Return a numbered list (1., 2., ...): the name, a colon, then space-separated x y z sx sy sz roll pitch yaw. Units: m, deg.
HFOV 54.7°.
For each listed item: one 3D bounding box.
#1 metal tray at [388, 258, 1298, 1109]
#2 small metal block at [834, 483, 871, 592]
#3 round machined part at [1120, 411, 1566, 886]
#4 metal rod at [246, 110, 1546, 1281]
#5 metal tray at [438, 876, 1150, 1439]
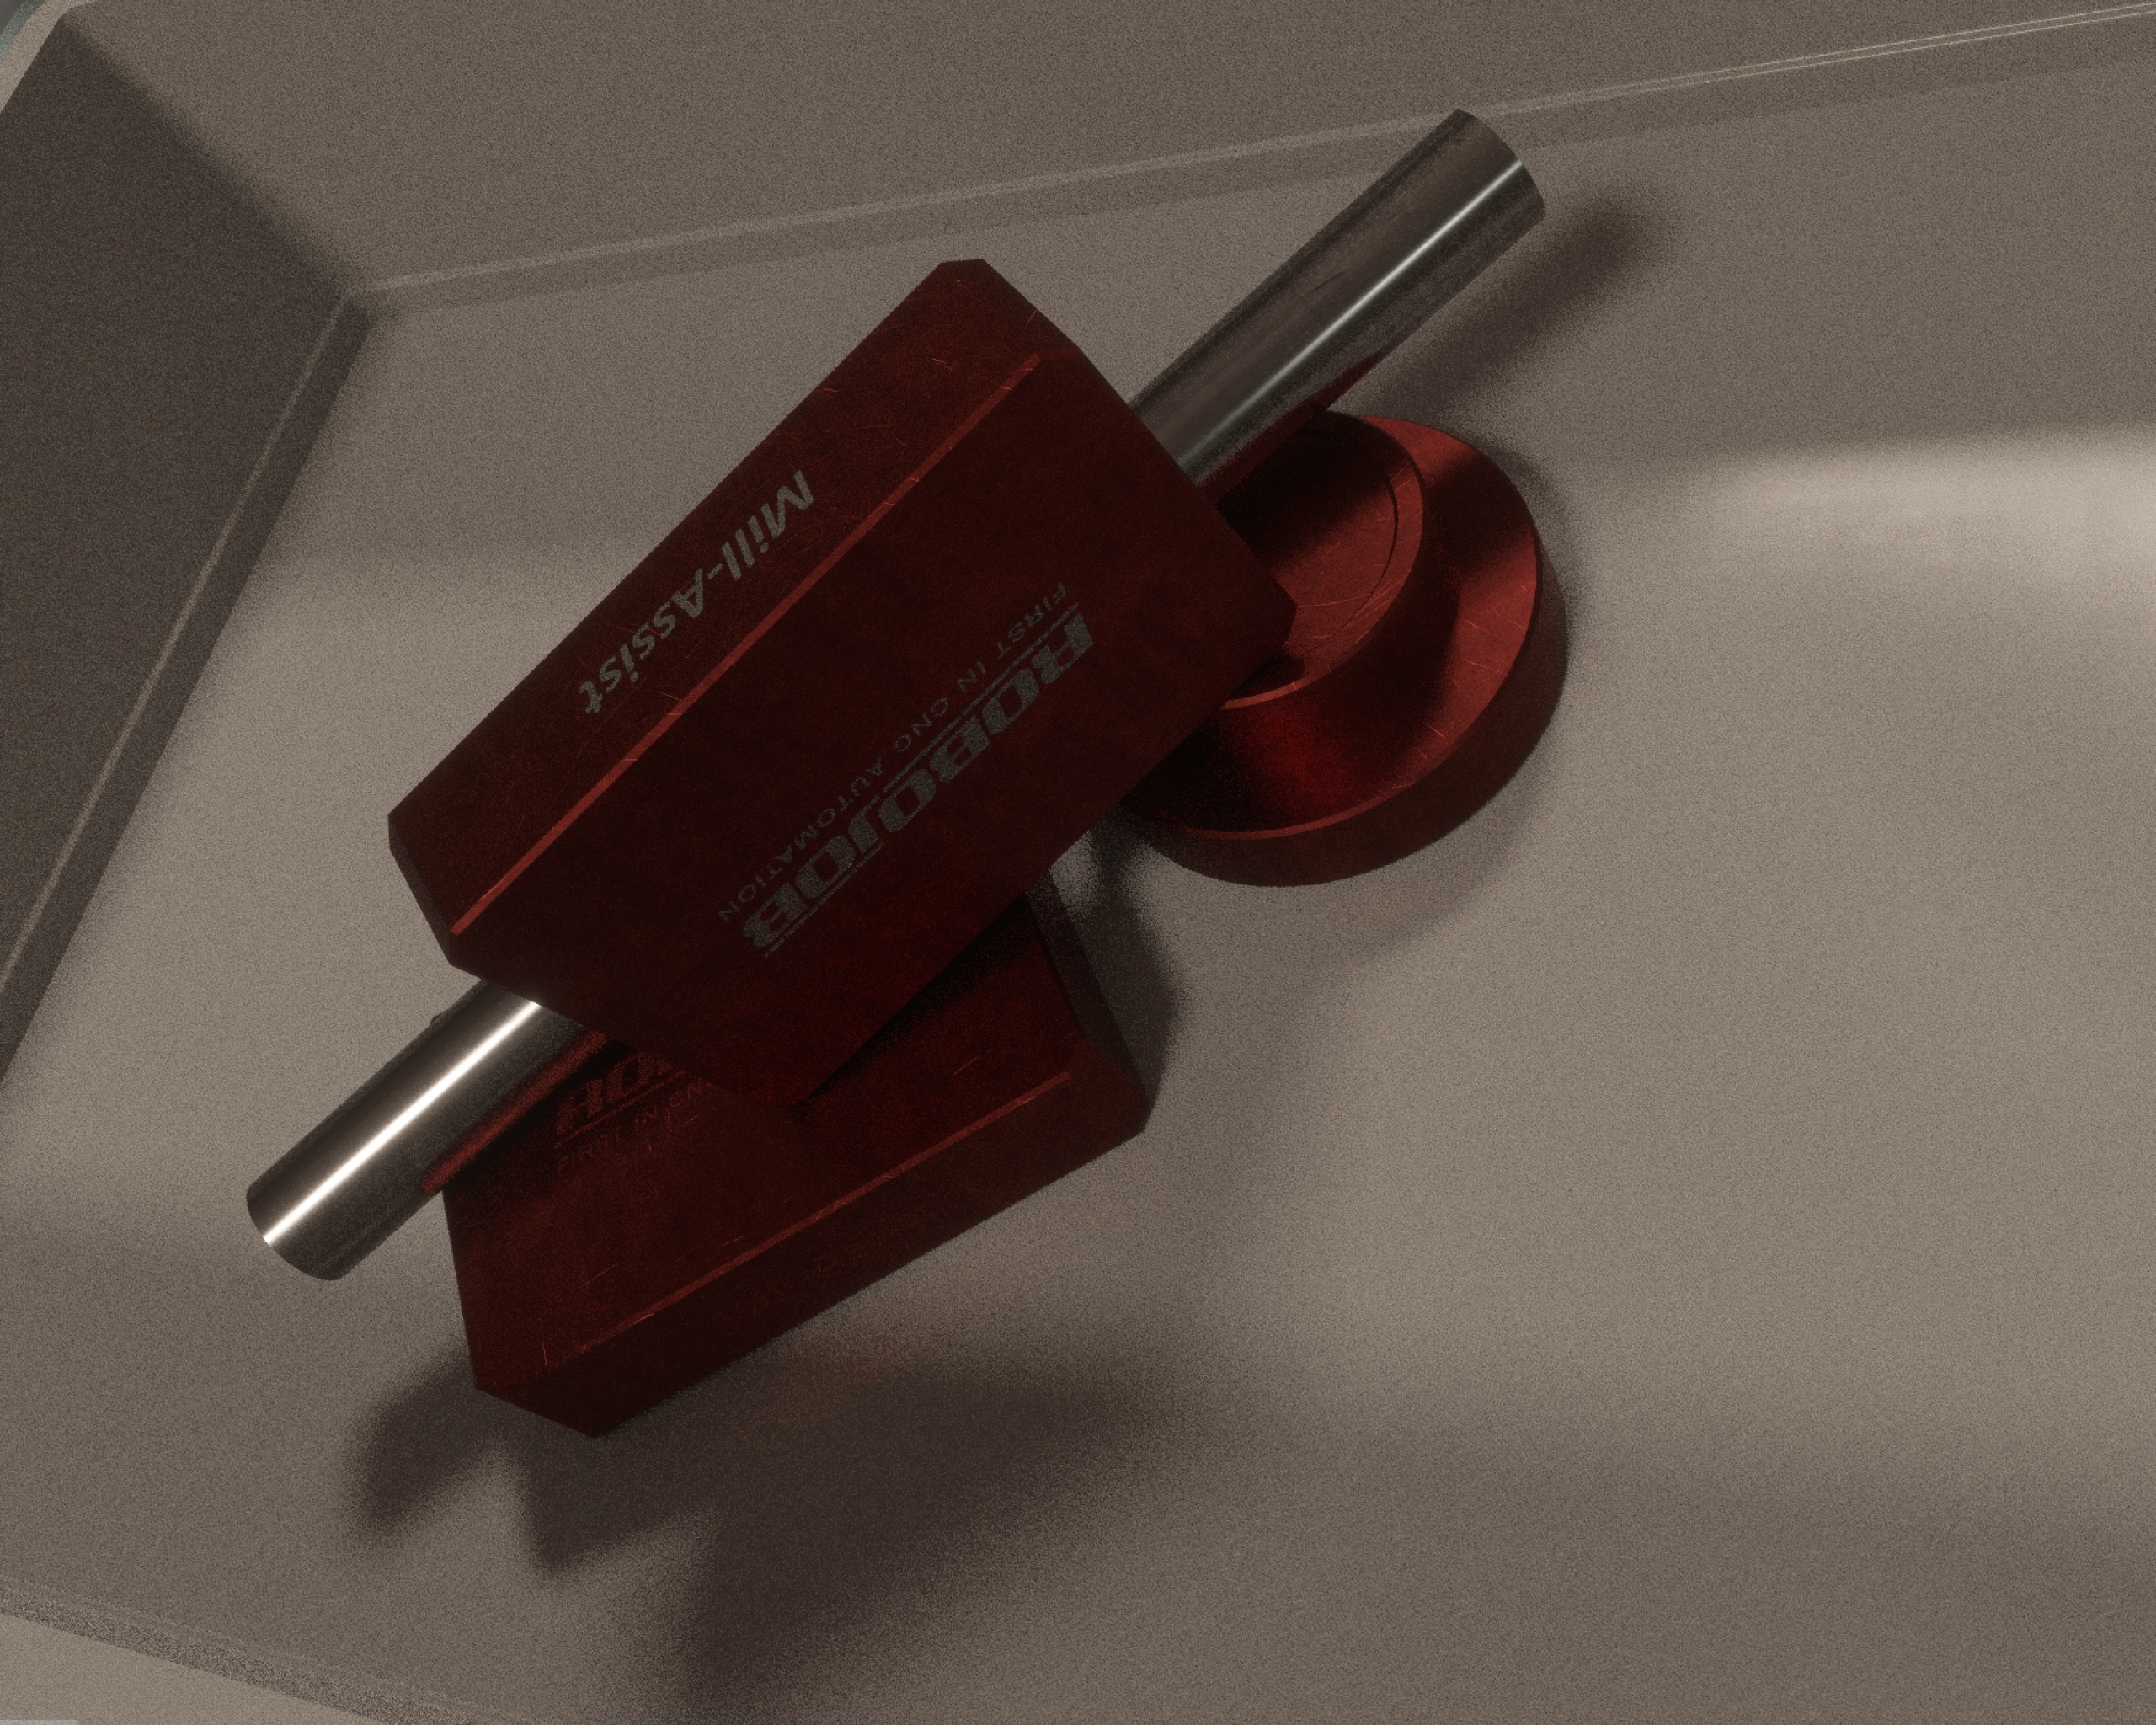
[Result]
1. metal tray: -0.035 -0.023 0.345 0.130 0.090 0.030 -44 54 6
2. small metal block: -0.029 -0.050 0.432 0.025 0.050 0.050 -38 51 2
3. round machined part: 0.040 -0.048 0.400 0.098 0.042 0.098 -13 56 20
4. metal rod: -0.037 -0.028 0.388 0.300 0.025 0.025 -41 51 5
5. metal tray: -0.061 0.041 0.406 0.130 0.030 0.090 -30 52 8
